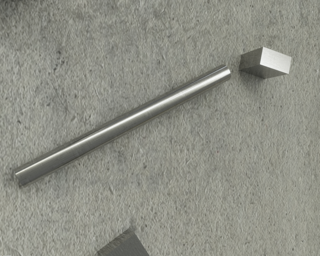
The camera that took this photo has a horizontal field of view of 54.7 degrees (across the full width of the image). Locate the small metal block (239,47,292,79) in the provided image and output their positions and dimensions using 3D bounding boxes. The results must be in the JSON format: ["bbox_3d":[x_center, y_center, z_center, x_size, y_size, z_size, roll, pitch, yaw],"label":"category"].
[{"bbox_3d":[0.153,-0.094,0.454,0.050,0.050,0.025,13,86,-20],"label":"small metal block"}]

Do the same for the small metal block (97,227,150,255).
[{"bbox_3d":[-0.043,0.165,0.394,0.050,0.025,0.050,-33,101,-17],"label":"small metal block"}]

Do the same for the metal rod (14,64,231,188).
[{"bbox_3d":[-0.033,-0.011,0.397,0.302,0.025,0.025,-29,100,-18],"label":"metal rod"}]
